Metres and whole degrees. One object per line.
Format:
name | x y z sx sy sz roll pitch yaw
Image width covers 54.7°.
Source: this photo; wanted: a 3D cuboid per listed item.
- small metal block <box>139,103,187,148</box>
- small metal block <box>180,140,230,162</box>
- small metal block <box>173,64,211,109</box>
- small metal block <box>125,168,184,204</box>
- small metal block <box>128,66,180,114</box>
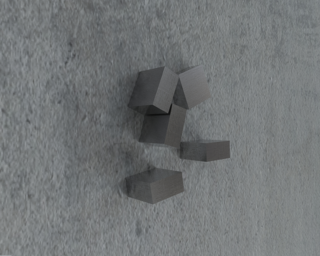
small metal block | 0.003 -0.002 0.393 0.025 0.050 0.050 19 78 -39
small metal block | 0.065 0.031 0.445 0.050 0.050 0.025 -3 92 -40
small metal block | 0.042 -0.058 0.442 0.050 0.025 0.050 -30 109 -36
small metal block | -0.007 0.070 0.385 0.050 0.050 0.025 -13 98 -40
small metal block | -0.008 -0.045 0.383 0.025 0.050 0.050 28 73 -37
